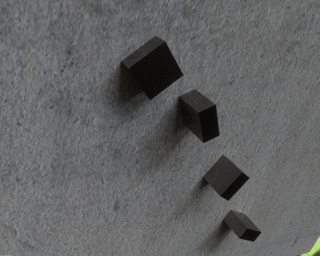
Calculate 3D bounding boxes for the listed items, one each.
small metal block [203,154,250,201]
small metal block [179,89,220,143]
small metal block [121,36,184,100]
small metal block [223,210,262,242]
[{"bbox_3d":[0.106,0.080,0.501,0.050,0.050,0.025,-49,129,6],"label":"small metal block"},{"bbox_3d":[0.052,-0.016,0.411,0.025,0.050,0.050,-25,128,-13],"label":"small metal block"},{"bbox_3d":[-0.008,-0.069,0.361,0.050,0.025,0.050,-38,130,-3],"label":"small metal block"},{"bbox_3d":[0.159,0.189,0.598,0.050,0.050,0.025,26,104,-38],"label":"small metal block"}]
